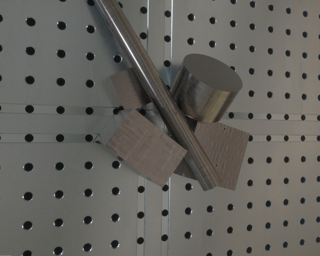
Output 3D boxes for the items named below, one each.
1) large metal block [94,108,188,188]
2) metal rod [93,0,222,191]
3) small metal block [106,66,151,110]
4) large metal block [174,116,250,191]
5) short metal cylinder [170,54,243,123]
[{"bbox_3d":[-0.027,0.022,0.374,0.080,0.080,0.050,39,78,-16],"label":"large metal block"},{"bbox_3d":[-0.011,-0.060,0.377,0.025,0.025,0.299,-30,89,-18],"label":"metal rod"},{"bbox_3d":[-0.035,-0.051,0.401,0.050,0.025,0.050,-26,99,-19],"label":"small metal block"},{"bbox_3d":[0.066,0.034,0.424,0.081,0.050,0.080,19,84,-20],"label":"large metal block"},{"bbox_3d":[0.058,-0.052,0.399,0.081,0.080,0.050,9,131,-20],"label":"short metal cylinder"}]
